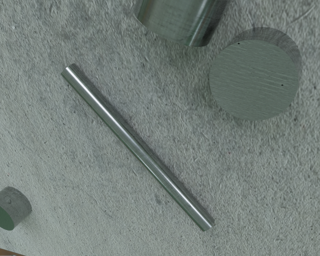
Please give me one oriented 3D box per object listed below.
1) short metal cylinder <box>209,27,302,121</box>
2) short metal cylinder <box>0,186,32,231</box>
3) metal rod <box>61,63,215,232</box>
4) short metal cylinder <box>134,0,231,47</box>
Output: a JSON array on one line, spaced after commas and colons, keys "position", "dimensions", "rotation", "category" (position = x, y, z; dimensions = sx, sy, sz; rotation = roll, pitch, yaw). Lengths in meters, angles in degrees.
[{"position": [0.095, -0.054, 0.307], "dimensions": [0.080, 0.050, 0.079], "rotation": [13, 124, 21], "category": "short metal cylinder"}, {"position": [-0.328, 0.174, 0.671], "dimensions": [0.080, 0.050, 0.079], "rotation": [13, 124, 21], "category": "short metal cylinder"}, {"position": [-0.028, 0.032, 0.440], "dimensions": [0.300, 0.025, 0.025], "rotation": [49, 129, -7], "category": "metal rod"}, {"position": [0.022, -0.119, 0.286], "dimensions": [0.080, 0.080, 0.050], "rotation": [32, 129, 7], "category": "short metal cylinder"}]
